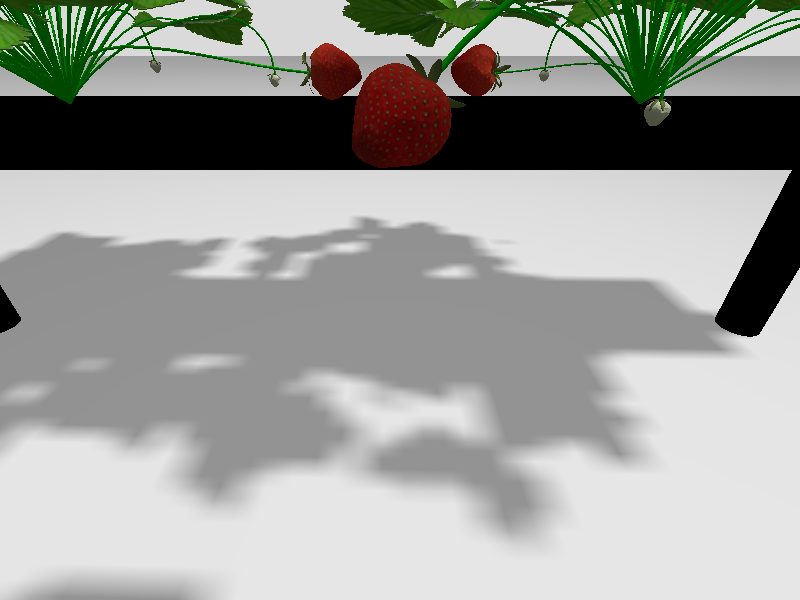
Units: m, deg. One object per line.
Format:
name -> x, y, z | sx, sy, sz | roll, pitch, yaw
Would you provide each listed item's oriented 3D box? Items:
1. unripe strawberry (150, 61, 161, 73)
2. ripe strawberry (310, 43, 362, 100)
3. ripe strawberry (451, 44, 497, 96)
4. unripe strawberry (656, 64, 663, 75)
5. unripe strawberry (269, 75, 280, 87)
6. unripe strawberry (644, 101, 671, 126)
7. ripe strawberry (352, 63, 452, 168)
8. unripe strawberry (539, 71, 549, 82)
unripe strawberry -> -0.275, -0.263, 0.451 | 0.011, 0.011, 0.011 | -3, 33, -4
ripe strawberry -> -0.054, -0.194, 0.340 | 0.043, 0.042, 0.040 | -6, 33, -10
ripe strawberry -> 0.066, -0.209, 0.365 | 0.042, 0.041, 0.039 | 17, 36, 25
unripe strawberry -> 0.298, -0.270, 0.466 | 0.014, 0.013, 0.013 | 17, 36, 25
unripe strawberry -> -0.125, -0.219, 0.399 | 0.010, 0.011, 0.012 | -23, 39, -31
unripe strawberry -> 0.124, -0.091, 0.194 | 0.011, 0.011, 0.010 | 14, 35, 21
ripe strawberry -> -0.002, -0.063, 0.142 | 0.037, 0.037, 0.031 | 28, -21, 36
unripe strawberry -> 0.164, -0.254, 0.454 | 0.011, 0.011, 0.010 | -5, 33, -7
